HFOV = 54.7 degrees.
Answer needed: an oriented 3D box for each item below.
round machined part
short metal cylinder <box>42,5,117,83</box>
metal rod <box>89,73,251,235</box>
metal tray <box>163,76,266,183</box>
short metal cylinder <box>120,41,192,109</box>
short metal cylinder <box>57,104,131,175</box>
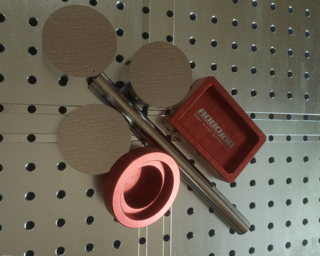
[{"bbox_3d":[-0.026,0.069,0.383,0.099,0.042,0.097,-14,113,-35],"label":"round machined part"},{"bbox_3d":[-0.095,-0.096,0.364,0.081,0.050,0.080,0,90,-20],"label":"short metal cylinder"},{"bbox_3d":[0.022,0.043,0.421,0.300,0.025,0.025,46,76,-14],"label":"metal rod"},{"bbox_3d":[0.079,0.003,0.438,0.130,0.030,0.090,45,77,-15],"label":"metal tray"},{"bbox_3d":[-0.006,-0.065,0.396,0.081,0.050,0.080,0,90,-20],"label":"short metal cylinder"},{"bbox_3d":[-0.080,0.012,0.369,0.081,0.050,0.080,0,90,-20],"label":"short metal cylinder"}]
